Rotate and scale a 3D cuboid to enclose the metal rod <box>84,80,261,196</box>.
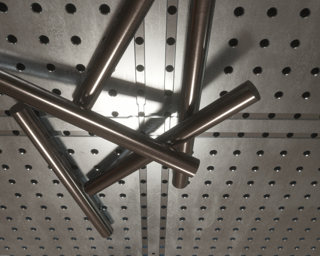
[{"bbox_3d":[-0.006,0.028,0.410,0.025,0.025,0.299,37,128,-28],"label":"metal rod"}]

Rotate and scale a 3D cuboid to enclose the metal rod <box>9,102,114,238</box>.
[{"bbox_3d":[-0.137,0.083,0.480,0.025,0.025,0.299,-12,130,9],"label":"metal rod"}]

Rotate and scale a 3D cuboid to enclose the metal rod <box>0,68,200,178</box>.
[{"bbox_3d":[-0.092,-0.013,0.363,0.301,0.025,0.025,25,126,-7],"label":"metal rod"}]

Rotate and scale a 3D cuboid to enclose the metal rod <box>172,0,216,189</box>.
[{"bbox_3d":[0.037,-0.028,0.388,0.025,0.025,0.298,1,130,-2],"label":"metal rod"}]

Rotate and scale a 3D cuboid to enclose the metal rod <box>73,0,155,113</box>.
[{"bbox_3d":[-0.025,-0.119,0.310,0.025,0.025,0.298,25,126,-20],"label":"metal rod"}]
